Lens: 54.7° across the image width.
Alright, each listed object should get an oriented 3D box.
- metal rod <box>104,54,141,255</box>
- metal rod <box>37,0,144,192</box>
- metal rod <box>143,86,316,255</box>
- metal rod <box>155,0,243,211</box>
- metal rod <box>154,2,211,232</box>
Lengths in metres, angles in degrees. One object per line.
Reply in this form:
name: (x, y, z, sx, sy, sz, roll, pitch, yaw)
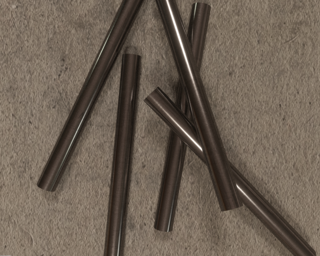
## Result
metal rod: (-0.051, 0.053, 0.409, 0.025, 0.025, 0.298, 5, 90, -1)
metal rod: (-0.087, -0.057, 0.408, 0.025, 0.025, 0.299, 25, 90, -1)
metal rod: (0.093, 0.065, 0.395, 0.025, 0.025, 0.300, -44, 97, 0)
metal rod: (0.041, -0.050, 0.378, 0.025, 0.025, 0.299, -16, 78, 0)
metal rod: (0.030, -0.014, 0.410, 0.025, 0.025, 0.298, 10, 90, -1)
